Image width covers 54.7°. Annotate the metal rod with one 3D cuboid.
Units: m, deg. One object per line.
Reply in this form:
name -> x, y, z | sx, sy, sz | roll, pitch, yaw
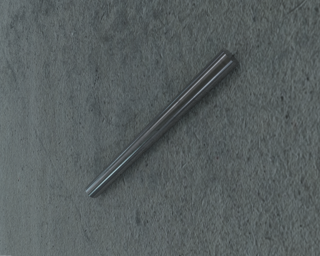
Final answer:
metal rod -> -0.014, 0.011, 0.417 | 0.299, 0.025, 0.025 | -44, 64, 30
